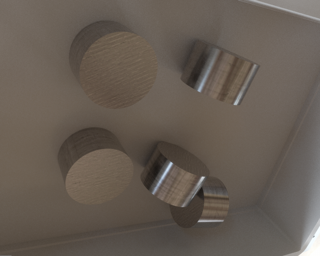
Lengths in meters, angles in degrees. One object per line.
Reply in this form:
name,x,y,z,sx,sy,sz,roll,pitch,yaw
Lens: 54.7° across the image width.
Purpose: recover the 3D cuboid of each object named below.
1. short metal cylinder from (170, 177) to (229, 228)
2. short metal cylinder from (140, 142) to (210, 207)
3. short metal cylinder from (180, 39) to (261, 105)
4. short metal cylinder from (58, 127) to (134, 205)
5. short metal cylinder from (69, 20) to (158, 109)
short metal cylinder,0.059,0.112,0.477,0.050,0.080,0.079,12,112,-34
short metal cylinder,0.020,0.062,0.424,0.081,0.080,0.050,18,109,-36
short metal cylinder,0.071,-0.068,0.372,0.081,0.080,0.050,10,114,-33
short metal cylinder,-0.079,0.046,0.379,0.081,0.050,0.079,-14,125,-21
short metal cylinder,-0.049,-0.067,0.325,0.081,0.050,0.079,-14,125,-21
